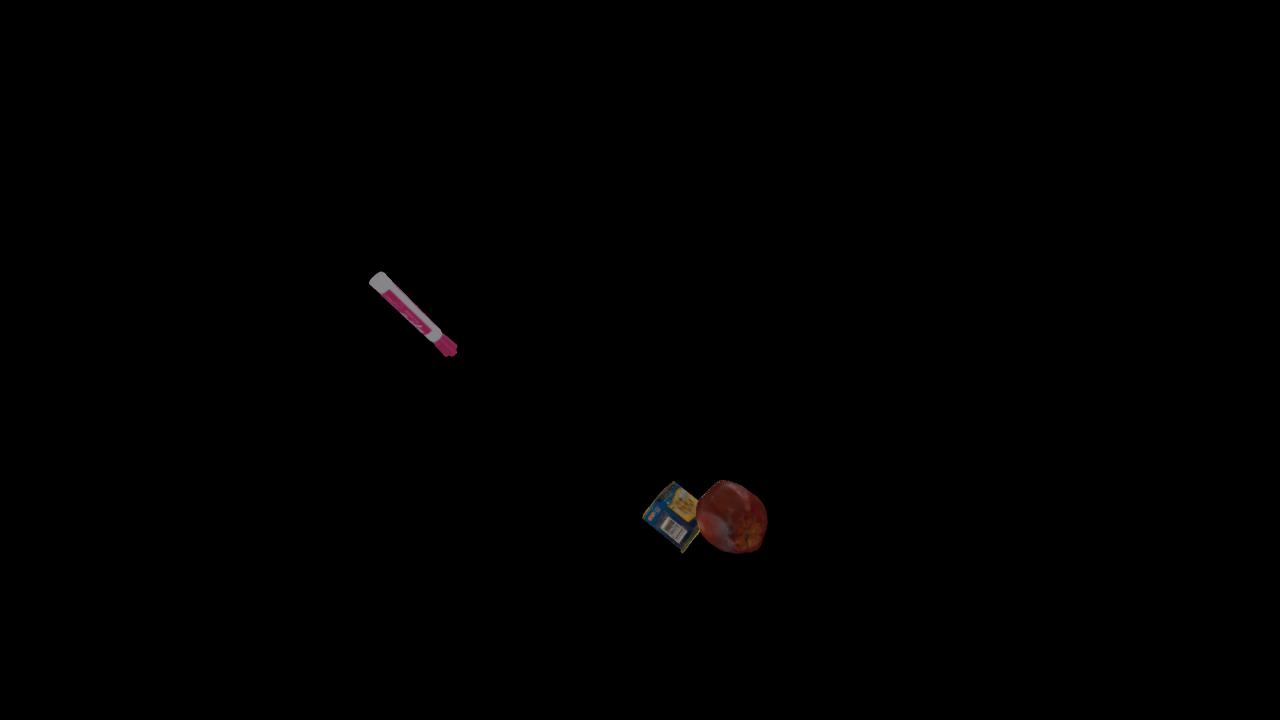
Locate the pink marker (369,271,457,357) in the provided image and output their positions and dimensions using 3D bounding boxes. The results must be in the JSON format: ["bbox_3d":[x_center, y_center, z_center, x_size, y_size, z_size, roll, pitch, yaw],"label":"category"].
[{"bbox_3d":[-0.241,-0.046,0.665,0.020,0.020,0.121,0,-40,40],"label":"pink marker"}]

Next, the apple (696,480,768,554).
[{"bbox_3d":[0.105,0.180,0.697,0.079,0.079,0.093,0,8,-18],"label":"apple"}]

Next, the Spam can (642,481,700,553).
[{"bbox_3d":[0.062,0.250,0.994,0.085,0.058,0.101,36,19,15],"label":"Spam can"}]
